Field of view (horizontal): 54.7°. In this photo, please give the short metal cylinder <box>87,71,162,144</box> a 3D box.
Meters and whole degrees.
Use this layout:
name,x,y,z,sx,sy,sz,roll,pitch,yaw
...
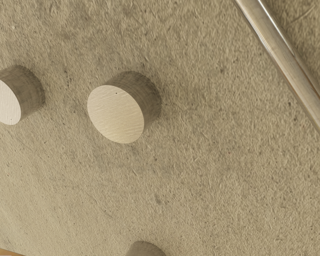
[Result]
name,x,y,z,sx,sy,sz,roll,pitch,yaw
short metal cylinder,-0.045,-0.027,0.398,0.080,0.050,0.079,13,124,21

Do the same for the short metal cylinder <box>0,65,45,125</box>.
name,x,y,z,sx,sy,sz,roll,pitch,yaw
short metal cylinder,-0.228,-0.052,0.479,0.080,0.050,0.079,13,124,21

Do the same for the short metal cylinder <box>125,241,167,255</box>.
name,x,y,z,sx,sy,sz,roll,pitch,yaw
short metal cylinder,-0.030,0.254,0.563,0.080,0.050,0.079,13,124,21

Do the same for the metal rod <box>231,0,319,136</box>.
name,x,y,z,sx,sy,sz,roll,pitch,yaw
metal rod,0.104,-0.091,0.295,0.025,0.025,0.300,-30,102,37
